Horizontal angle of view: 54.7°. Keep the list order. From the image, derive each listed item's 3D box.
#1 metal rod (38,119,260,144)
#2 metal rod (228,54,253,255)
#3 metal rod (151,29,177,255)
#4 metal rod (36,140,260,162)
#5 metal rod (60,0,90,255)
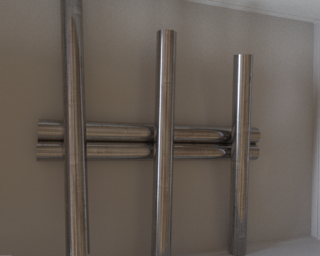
[{"bbox_3d":[0.001,0.007,0.411,0.303,0.025,0.025,2,90,-21],"label":"metal rod"},{"bbox_3d":[0.110,0.052,0.428,0.025,0.025,0.298,-4,100,-20],"label":"metal rod"},{"bbox_3d":[0.005,0.030,0.386,0.025,0.025,0.298,2,90,-20],"label":"metal rod"},{"bbox_3d":[-0.001,0.031,0.410,0.303,0.025,0.025,2,90,-21],"label":"metal rod"},{"bbox_3d":[-0.096,-0.014,0.348,0.025,0.025,0.298,-1,82,-20],"label":"metal rod"}]
